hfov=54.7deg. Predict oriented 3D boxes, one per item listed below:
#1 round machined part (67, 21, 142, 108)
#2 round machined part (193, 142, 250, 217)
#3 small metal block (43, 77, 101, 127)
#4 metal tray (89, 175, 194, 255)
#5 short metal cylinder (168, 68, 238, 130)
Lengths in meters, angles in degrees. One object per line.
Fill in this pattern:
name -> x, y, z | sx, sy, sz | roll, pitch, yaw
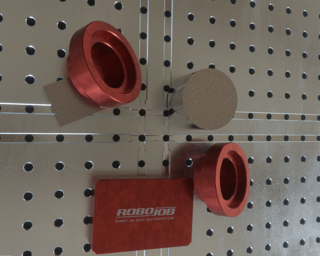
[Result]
round machined part -> -0.068, -0.070, 0.362 | 0.098, 0.042, 0.098 | 33, 48, -47
round machined part -> 0.082, 0.069, 0.421 | 0.099, 0.042, 0.097 | 8, 79, -49
small metal block -> -0.106, -0.034, 0.374 | 0.050, 0.025, 0.050 | -25, 99, -19
metal tray -> -0.022, 0.109, 0.403 | 0.131, 0.030, 0.089 | 3, 89, -21
short metal cylinder -> 0.057, -0.037, 0.422 | 0.081, 0.050, 0.079 | 0, 90, -21
